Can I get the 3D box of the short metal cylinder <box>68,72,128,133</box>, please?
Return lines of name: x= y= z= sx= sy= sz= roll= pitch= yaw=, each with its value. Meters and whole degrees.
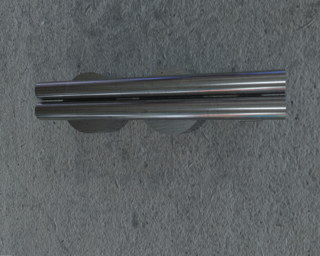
short metal cylinder: x=-0.084 y=-0.033 z=0.426 sx=0.080 sy=0.050 sz=0.080 roll=0 pitch=90 yaw=20

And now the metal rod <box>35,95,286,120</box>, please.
metal rod: x=-0.016 y=-0.022 z=0.362 sx=0.301 sy=0.025 sz=0.025 roll=0 pitch=90 yaw=19

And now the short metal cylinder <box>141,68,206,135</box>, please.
short metal cylinder: x=0.020 y=-0.032 z=0.390 sx=0.080 sy=0.050 sz=0.080 roll=0 pitch=90 yaw=20

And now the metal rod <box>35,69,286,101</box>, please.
metal rod: x=-0.016 y=-0.048 z=0.362 sx=0.301 sy=0.025 sz=0.025 roll=0 pitch=90 yaw=19

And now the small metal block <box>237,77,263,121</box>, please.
small metal block: x=0.106 y=-0.033 z=0.361 sx=0.025 sy=0.050 sz=0.050 roll=-2 pitch=89 yaw=20
